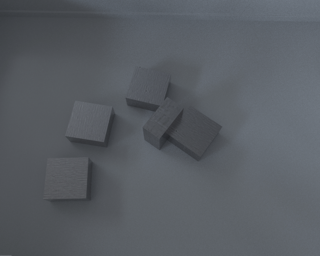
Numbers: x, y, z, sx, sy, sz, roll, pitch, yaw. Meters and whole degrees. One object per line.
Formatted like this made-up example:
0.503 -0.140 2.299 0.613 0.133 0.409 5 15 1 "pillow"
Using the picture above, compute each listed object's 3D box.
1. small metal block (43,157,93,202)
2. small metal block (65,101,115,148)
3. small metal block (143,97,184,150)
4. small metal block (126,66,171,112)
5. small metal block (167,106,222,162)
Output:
-0.113 0.064 0.385 0.050 0.025 0.050 -1 70 -1 "small metal block"
-0.091 -0.005 0.410 0.050 0.025 0.050 9 70 3 "small metal block"
0.004 -0.004 0.398 0.025 0.050 0.050 35 74 11 "small metal block"
-0.015 -0.053 0.429 0.050 0.025 0.050 13 70 4 "small metal block"
0.045 0.007 0.408 0.050 0.025 0.050 35 73 11 "small metal block"
